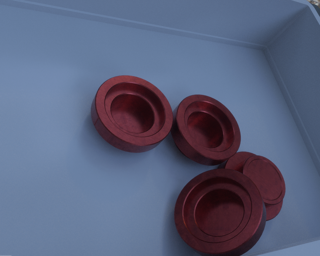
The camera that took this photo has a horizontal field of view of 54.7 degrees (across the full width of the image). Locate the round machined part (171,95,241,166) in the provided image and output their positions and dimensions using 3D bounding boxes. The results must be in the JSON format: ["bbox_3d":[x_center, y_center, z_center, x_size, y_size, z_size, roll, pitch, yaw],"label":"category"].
[{"bbox_3d":[0.057,0.006,0.421,0.099,0.042,0.098,14,56,-21],"label":"round machined part"}]

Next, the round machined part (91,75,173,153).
[{"bbox_3d":[-0.037,-0.013,0.383,0.099,0.042,0.098,14,56,-21],"label":"round machined part"}]

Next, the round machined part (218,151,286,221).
[{"bbox_3d":[0.128,0.076,0.417,0.099,0.042,0.098,14,56,-21],"label":"round machined part"}]

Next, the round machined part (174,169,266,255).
[{"bbox_3d":[0.069,0.098,0.349,0.042,0.098,0.098,56,37,-43],"label":"round machined part"}]
